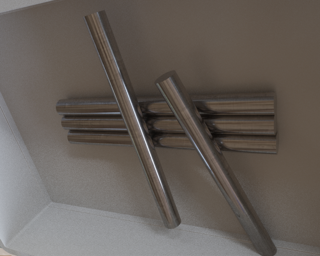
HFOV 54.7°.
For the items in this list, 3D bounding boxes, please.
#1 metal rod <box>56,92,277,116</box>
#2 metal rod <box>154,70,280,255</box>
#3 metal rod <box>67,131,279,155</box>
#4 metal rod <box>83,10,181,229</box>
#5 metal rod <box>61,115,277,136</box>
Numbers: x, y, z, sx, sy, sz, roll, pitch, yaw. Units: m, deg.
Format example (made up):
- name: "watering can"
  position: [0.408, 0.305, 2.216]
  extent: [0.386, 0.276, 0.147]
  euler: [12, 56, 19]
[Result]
- name: "metal rod"
  position: [-0.012, -0.028, 0.395]
  extent: [0.301, 0.025, 0.025]
  euler: [1, 119, 27]
- name: "metal rod"
  position: [0.080, 0.063, 0.377]
  extent: [0.025, 0.025, 0.299]
  euler: [-17, 117, 34]
- name: "metal rod"
  position: [-0.002, 0.015, 0.416]
  extent: [0.301, 0.025, 0.025]
  euler: [1, 119, 27]
- name: "metal rod"
  position: [-0.027, 0.007, 0.391]
  extent: [0.025, 0.025, 0.298]
  euler: [-5, 116, 30]
- name: "metal rod"
  position: [-0.008, -0.007, 0.406]
  extent: [0.301, 0.025, 0.025]
  euler: [1, 119, 27]
